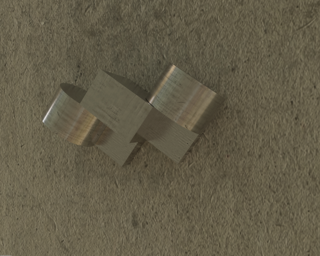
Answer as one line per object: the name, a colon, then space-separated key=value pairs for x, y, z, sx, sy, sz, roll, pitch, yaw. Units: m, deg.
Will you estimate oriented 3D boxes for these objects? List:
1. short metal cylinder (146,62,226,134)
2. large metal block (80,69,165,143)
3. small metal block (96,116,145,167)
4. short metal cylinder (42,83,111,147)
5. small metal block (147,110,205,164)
short metal cylinder: x=0.031 y=-0.036 z=0.370 sx=0.080 sy=0.080 sz=0.050 roll=37 pitch=102 yaw=16
large metal block: x=-0.039 y=-0.026 z=0.395 sx=0.080 sy=0.080 sz=0.050 roll=37 pitch=102 yaw=16
small metal block: x=-0.053 y=0.017 z=0.429 sx=0.050 sy=0.025 sz=0.050 roll=37 pitch=102 yaw=16
short metal cylinder: x=-0.110 y=-0.018 z=0.420 sx=0.080 sy=0.080 sz=0.050 roll=37 pitch=102 yaw=16
small metal block: x=0.021 y=0.011 z=0.403 sx=0.050 sy=0.025 sz=0.050 roll=37 pitch=102 yaw=16
